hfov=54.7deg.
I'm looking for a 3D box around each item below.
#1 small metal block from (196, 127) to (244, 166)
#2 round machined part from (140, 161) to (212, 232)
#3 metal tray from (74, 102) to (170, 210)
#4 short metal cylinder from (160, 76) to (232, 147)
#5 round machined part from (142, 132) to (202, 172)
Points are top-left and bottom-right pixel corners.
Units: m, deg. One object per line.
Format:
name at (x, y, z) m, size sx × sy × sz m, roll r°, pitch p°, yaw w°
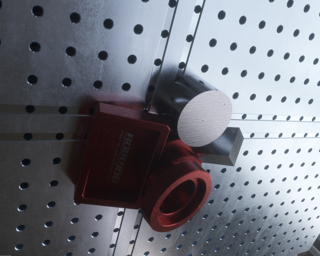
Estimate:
small metal block at (0.087, 0.025, 0.448) m, size 0.025 × 0.050 × 0.050 m, roll 56°, pitch 50°, yaw -39°
round machined part at (0.016, 0.083, 0.400) m, size 0.099 × 0.042 × 0.097 m, roll -23°, pitch 133°, yaw -27°
metal tray at (-0.051, 0.040, 0.392) m, size 0.091 × 0.030 × 0.129 m, roll 11°, pitch 113°, yaw -18°
short metal cylinder at (0.047, -0.022, 0.408) m, size 0.081 × 0.050 × 0.079 m, roll -14°, pitch 125°, yaw -21°
round machined part at (0.021, 0.058, 0.447) m, size 0.099 × 0.042 × 0.097 m, roll -14°, pitch 125°, yaw -21°
